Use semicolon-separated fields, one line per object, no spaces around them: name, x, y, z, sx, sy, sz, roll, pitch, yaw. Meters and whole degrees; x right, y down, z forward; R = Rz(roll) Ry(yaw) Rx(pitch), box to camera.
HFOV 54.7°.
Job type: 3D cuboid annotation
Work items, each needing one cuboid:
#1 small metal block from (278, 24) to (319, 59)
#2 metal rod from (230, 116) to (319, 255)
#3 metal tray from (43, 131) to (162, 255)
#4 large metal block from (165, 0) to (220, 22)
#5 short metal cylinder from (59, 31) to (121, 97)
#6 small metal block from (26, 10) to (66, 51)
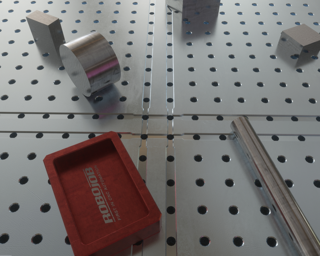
small metal block;0.245;-0.151;0.536;0.050;0.025;0.050;-22;53;-18
metal rod;0.143;0.104;0.320;0.025;0.025;0.300;-11;51;-9
metal tray;-0.066;0.071;0.344;0.091;0.030;0.130;-21;53;-17
large metal block;0.064;-0.259;0.609;0.081;0.050;0.080;-18;52;-14
short metal cylinder;-0.101;-0.092;0.449;0.050;0.080;0.080;-33;58;-25
small metal block;-0.194;-0.166;0.530;0.050;0.050;0.025;25;55;19
